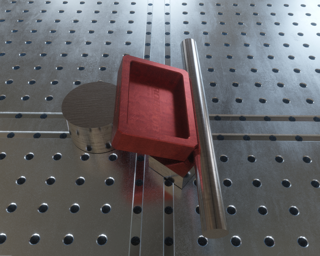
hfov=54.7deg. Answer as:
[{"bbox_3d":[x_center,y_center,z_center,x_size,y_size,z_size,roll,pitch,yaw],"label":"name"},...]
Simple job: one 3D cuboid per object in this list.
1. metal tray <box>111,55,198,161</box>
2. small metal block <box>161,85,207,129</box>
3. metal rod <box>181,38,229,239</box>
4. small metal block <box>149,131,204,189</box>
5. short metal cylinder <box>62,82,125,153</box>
[{"bbox_3d":[-0.007,-0.028,0.376,0.091,0.030,0.130,12,48,-16],"label":"metal tray"},{"bbox_3d":[0.032,-0.030,0.434,0.050,0.025,0.050,-12,51,-10],"label":"small metal block"},{"bbox_3d":[0.048,-0.015,0.388,0.025,0.025,0.300,-1,50,-1],"label":"metal rod"},{"bbox_3d":[0.022,0.037,0.376,0.050,0.025,0.050,32,57,23],"label":"small metal block"},{"bbox_3d":[-0.080,-0.014,0.401,0.081,0.050,0.080,0,50,0],"label":"short metal cylinder"}]
